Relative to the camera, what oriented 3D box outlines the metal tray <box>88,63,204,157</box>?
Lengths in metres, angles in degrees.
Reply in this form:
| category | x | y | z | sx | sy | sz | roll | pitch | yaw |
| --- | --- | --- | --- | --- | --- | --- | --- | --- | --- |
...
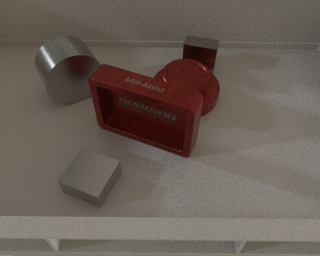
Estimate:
| category | x | y | z | sx | sy | sz | roll | pitch | yaw |
| --- | --- | --- | --- | --- | --- | --- | --- | --- | --- |
| metal tray | -0.017 | -0.020 | 0.379 | 0.130 | 0.089 | 0.030 | 18 | 53 | 14 |

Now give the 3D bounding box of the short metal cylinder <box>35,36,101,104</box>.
| category | x | y | z | sx | sy | sz | roll | pitch | yaw |
| --- | --- | --- | --- | --- | --- | --- | --- | --- | --- |
| short metal cylinder | -0.127 | -0.081 | 0.436 | 0.081 | 0.080 | 0.050 | -24 | 55 | -19 |

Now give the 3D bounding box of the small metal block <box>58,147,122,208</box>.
| category | x | y | z | sx | sy | sz | roll | pitch | yaw |
| --- | --- | --- | --- | --- | --- | --- | --- | --- | --- |
| small metal block | -0.079 | 0.056 | 0.357 | 0.050 | 0.025 | 0.050 | 18 | 52 | 14 |

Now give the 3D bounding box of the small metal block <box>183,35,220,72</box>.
| category | x | y | z | sx | sy | sz | roll | pitch | yaw |
| --- | --- | --- | --- | --- | --- | --- | --- | --- | --- |
| small metal block | 0.063 | -0.113 | 0.485 | 0.050 | 0.050 | 0.025 | 12 | 51 | 9 |

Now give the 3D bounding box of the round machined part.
| category | x | y | z | sx | sy | sz | roll | pitch | yaw |
| --- | --- | --- | --- | --- | --- | --- | --- | --- | --- |
| round machined part | 0.037 | -0.063 | 0.448 | 0.099 | 0.042 | 0.098 | 0 | 50 | 0 |
